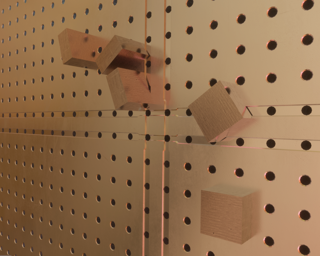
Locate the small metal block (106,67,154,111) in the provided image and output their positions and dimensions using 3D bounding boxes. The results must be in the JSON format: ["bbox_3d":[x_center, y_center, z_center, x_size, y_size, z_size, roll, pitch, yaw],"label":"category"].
[{"bbox_3d":[-0.041,-0.052,0.425,0.025,0.050,0.050,-28,73,36],"label":"small metal block"}]

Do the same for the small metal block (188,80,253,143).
[{"bbox_3d":[0.068,-0.018,0.352,0.050,0.025,0.050,-40,66,32],"label":"small metal block"}]

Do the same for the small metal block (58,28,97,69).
[{"bbox_3d":[-0.131,-0.127,0.499,0.025,0.050,0.050,-22,77,38],"label":"small metal block"}]

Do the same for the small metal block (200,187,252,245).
[{"bbox_3d":[0.074,0.096,0.347,0.050,0.025,0.050,2,91,39],"label":"small metal block"}]

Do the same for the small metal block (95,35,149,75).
[{"bbox_3d":[-0.053,-0.098,0.435,0.050,0.050,0.025,-42,65,31],"label":"small metal block"}]
